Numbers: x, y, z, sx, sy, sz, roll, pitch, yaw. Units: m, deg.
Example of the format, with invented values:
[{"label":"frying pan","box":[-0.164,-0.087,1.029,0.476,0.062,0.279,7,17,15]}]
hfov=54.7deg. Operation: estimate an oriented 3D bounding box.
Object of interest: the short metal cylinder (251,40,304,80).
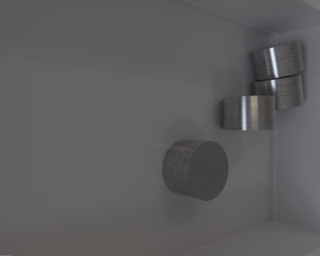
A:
[{"label":"short metal cylinder","box":[0.205,-0.119,0.542,0.081,0.080,0.050,-24,106,-37]}]

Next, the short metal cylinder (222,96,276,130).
[{"label":"short metal cylinder","box":[0.140,-0.023,0.487,0.081,0.080,0.050,-2,92,-40]}]

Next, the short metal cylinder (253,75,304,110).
[{"label":"short metal cylinder","box":[0.207,-0.062,0.543,0.081,0.080,0.050,-16,100,-39]}]

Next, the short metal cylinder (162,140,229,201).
[{"label":"short metal cylinder","box":[0.050,0.057,0.432,0.081,0.050,0.080,0,90,-40]}]
